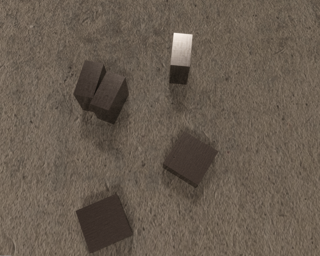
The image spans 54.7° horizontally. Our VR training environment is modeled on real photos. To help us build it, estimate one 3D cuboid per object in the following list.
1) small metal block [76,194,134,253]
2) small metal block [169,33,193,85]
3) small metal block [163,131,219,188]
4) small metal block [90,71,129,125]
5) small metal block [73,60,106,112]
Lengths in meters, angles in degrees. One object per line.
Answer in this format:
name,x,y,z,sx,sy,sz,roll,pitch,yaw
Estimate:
small metal block,-0.065,0.113,0.366,0.050,0.025,0.050,-22,72,-8
small metal block,0.028,-0.095,0.430,0.025,0.050,0.050,6,70,2
small metal block,0.038,0.040,0.394,0.050,0.025,0.050,31,73,10
small metal block,-0.065,-0.039,0.408,0.025,0.050,0.050,21,71,7
small metal block,-0.090,-0.054,0.413,0.025,0.050,0.050,11,70,4
